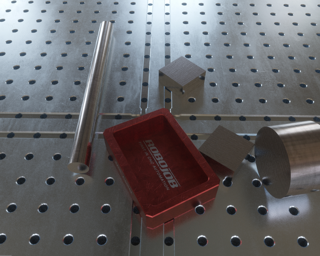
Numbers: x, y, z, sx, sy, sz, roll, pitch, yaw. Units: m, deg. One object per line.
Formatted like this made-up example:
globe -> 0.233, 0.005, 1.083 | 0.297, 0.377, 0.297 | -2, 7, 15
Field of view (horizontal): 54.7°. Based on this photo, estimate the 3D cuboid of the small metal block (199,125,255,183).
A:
small metal block -> 0.080, 0.031, 0.383 | 0.050, 0.025, 0.050 | 31, 56, 23

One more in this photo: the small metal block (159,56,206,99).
small metal block -> 0.034, -0.079, 0.474 | 0.050, 0.025, 0.050 | -36, 59, -27

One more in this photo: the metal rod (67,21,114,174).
metal rod -> -0.096, -0.067, 0.462 | 0.025, 0.025, 0.300 | 0, 50, 0

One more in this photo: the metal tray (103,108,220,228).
metal tray -> -0.002, 0.040, 0.370 | 0.091, 0.030, 0.130 | -22, 54, -18

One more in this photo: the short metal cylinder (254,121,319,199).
short metal cylinder -> 0.147, 0.034, 0.345 | 0.050, 0.080, 0.080 | -8, 51, -7
